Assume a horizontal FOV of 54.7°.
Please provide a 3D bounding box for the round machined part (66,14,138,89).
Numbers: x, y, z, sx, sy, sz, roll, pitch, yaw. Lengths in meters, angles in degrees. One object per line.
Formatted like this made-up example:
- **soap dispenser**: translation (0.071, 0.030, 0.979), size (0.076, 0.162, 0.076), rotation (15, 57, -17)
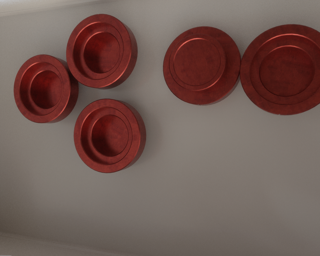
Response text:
- **round machined part**: translation (-0.075, -0.102, 0.427), size (0.098, 0.042, 0.097), rotation (0, 90, 19)

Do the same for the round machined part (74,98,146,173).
- **round machined part**: translation (-0.064, 0.010, 0.423), size (0.098, 0.042, 0.097), rotation (0, 90, 19)

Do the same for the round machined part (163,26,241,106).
- **round machined part**: translation (0.050, -0.077, 0.383), size (0.098, 0.042, 0.097), rotation (0, 90, 19)

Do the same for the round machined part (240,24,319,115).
- **round machined part**: translation (0.143, -0.063, 0.351), size (0.098, 0.042, 0.097), rotation (0, 90, 19)

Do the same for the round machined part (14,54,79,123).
- **round machined part**: translation (-0.161, -0.055, 0.457), size (0.098, 0.042, 0.097), rotation (0, 90, 19)
